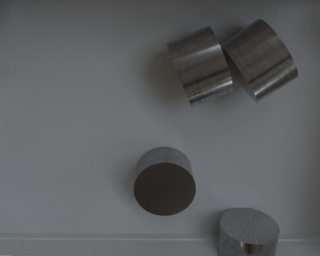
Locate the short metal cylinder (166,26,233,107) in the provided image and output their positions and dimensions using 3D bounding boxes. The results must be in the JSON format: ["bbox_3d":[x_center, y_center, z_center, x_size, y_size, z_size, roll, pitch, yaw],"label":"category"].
[{"bbox_3d":[0.046,-0.070,0.357,0.050,0.080,0.080,-21,109,7],"label":"short metal cylinder"}]

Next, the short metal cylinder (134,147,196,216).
[{"bbox_3d":[0.006,0.072,0.425,0.081,0.050,0.079,0,110,-1],"label":"short metal cylinder"}]

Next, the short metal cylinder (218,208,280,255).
[{"bbox_3d":[0.125,0.159,0.442,0.081,0.080,0.050,0,110,-1],"label":"short metal cylinder"}]

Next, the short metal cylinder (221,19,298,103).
[{"bbox_3d":[0.111,-0.076,0.356,0.050,0.080,0.080,-34,107,11],"label":"short metal cylinder"}]
